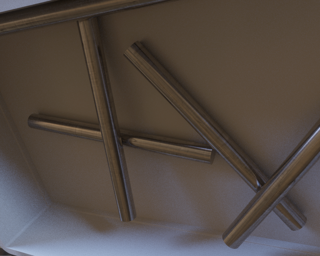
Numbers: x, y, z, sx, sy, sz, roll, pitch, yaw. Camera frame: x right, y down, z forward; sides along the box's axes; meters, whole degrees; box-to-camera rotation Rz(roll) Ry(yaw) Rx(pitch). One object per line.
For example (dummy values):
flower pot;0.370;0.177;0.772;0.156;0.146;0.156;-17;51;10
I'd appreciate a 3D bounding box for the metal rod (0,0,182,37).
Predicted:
metal rod;-0.081;-0.132;0.337;0.301;0.025;0.025;-4;117;19

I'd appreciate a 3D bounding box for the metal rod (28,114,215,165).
metal rod;-0.070;0.011;0.450;0.301;0.025;0.025;10;123;22

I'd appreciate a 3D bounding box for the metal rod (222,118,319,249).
metal rod;0.150;0.032;0.326;0.025;0.025;0.298;31;121;7

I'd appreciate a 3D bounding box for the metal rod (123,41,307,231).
metal rod;0.070;0.013;0.378;0.300;0.025;0.025;46;129;-5

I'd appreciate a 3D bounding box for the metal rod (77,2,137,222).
metal rod;-0.069;-0.009;0.410;0.025;0.025;0.298;1;111;27
